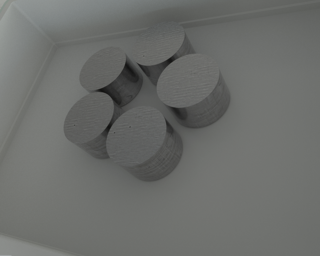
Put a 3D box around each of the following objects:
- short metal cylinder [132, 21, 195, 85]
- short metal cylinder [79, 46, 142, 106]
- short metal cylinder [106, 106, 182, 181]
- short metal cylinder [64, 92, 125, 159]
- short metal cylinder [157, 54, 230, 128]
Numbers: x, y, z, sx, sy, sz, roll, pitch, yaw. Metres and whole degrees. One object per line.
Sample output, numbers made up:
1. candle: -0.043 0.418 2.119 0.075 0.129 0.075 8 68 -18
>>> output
1. short metal cylinder: 0.007 -0.107 0.449 0.080 0.050 0.080 -13 56 21
2. short metal cylinder: -0.074 -0.077 0.474 0.080 0.050 0.080 -13 56 21
3. short metal cylinder: -0.019 0.020 0.385 0.080 0.050 0.080 -13 56 21
4. short metal cylinder: -0.086 -0.003 0.434 0.080 0.050 0.080 -13 56 21
5. short metal cylinder: 0.043 -0.047 0.393 0.080 0.050 0.080 -13 56 21
